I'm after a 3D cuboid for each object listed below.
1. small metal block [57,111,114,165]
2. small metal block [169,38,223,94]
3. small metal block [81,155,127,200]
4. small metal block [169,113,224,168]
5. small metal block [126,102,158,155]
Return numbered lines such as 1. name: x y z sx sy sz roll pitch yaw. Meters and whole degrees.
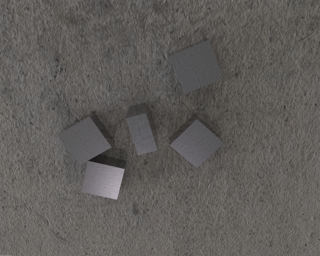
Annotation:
1. small metal block: -0.098 0.013 0.414 0.050 0.025 0.050 -29 108 10
2. small metal block: 0.044 -0.076 0.382 0.050 0.025 0.050 -22 109 7
3. small metal block: -0.078 0.068 0.434 0.050 0.025 0.050 14 110 -5
4. small metal block: 0.048 0.017 0.416 0.050 0.025 0.050 41 105 -14
5. small metal block: -0.022 -0.001 0.396 0.025 0.050 0.050 -15 110 5
